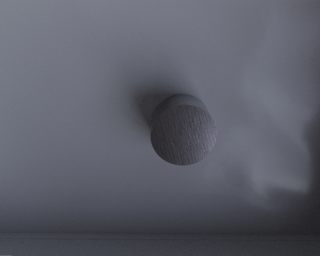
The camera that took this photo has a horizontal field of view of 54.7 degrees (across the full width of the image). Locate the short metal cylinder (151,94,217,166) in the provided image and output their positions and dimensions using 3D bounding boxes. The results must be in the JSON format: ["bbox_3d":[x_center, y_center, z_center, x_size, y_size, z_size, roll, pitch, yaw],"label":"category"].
[{"bbox_3d":[0.029,0.001,0.399,0.081,0.050,0.079,0,110,-1],"label":"short metal cylinder"}]
